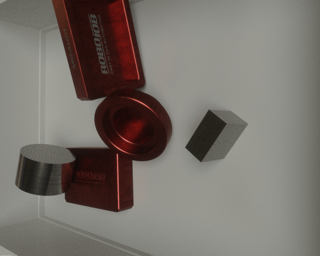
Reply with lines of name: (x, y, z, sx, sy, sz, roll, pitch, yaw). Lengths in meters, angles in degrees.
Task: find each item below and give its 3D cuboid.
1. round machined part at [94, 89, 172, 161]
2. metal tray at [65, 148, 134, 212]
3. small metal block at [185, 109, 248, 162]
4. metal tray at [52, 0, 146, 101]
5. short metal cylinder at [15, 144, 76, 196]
round machined part: (-0.031, -0.008, 0.399, 0.098, 0.042, 0.097, 12, 128, 16)
metal tray: (-0.099, 0.075, 0.483, 0.130, 0.030, 0.089, -3, 88, 39)
small metal block: (0.062, 0.008, 0.338, 0.025, 0.050, 0.050, 44, 116, 31)
metal tray: (-0.074, -0.108, 0.398, 0.030, 0.091, 0.129, 5, 111, 51)
short metal cylinder: (-0.173, 0.062, 0.471, 0.080, 0.081, 0.050, 24, 105, 37)
